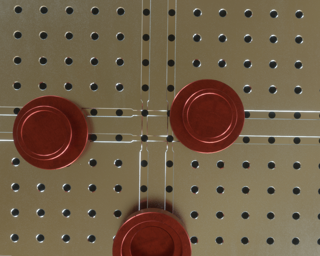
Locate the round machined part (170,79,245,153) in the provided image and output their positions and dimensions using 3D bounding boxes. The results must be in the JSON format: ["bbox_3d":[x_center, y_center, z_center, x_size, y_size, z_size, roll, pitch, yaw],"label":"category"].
[{"bbox_3d":[0.062,-0.015,0.405,0.099,0.042,0.097,0,90,0],"label":"round machined part"}]

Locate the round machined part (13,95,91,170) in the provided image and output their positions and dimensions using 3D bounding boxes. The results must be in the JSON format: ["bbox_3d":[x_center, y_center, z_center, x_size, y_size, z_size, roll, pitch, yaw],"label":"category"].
[{"bbox_3d":[-0.143,0.006,0.404,0.099,0.042,0.097,0,90,0],"label":"round machined part"}]

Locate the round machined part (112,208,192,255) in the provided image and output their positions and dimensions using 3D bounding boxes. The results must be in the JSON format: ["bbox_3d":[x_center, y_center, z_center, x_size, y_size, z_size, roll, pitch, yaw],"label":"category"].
[{"bbox_3d":[-0.010,0.153,0.405,0.099,0.042,0.097,0,90,0],"label":"round machined part"}]
